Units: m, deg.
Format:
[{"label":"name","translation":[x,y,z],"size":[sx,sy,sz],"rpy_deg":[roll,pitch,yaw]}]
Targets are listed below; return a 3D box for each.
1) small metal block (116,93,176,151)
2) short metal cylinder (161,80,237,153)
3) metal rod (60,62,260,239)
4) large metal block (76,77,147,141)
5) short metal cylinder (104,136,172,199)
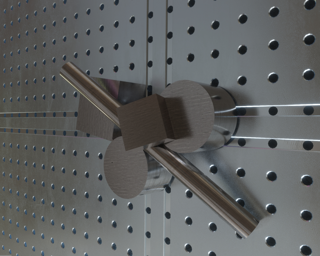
[{"label":"small metal block","translation":[-0.016,-0.005,0.343],"size":[0.050,0.025,0.050],"rpy_deg":[-18,78,20]},{"label":"short metal cylinder","translation":[0.040,-0.012,0.355],"size":[0.080,0.050,0.079],"rpy_deg":[0,90,40]},{"label":"metal rod","translation":[-0.013,0.015,0.369],"size":[0.300,0.025,0.025],"rpy_deg":[40,115,17]},{"label":"large metal block","translation":[-0.071,-0.029,0.445],"size":[0.080,0.050,0.079],"rpy_deg":[14,99,39]},{"label":"short metal cylinder","translation":[-0.029,0.050,0.412],"size":[0.080,0.050,0.079],"rpy_deg":[0,90,40]}]
